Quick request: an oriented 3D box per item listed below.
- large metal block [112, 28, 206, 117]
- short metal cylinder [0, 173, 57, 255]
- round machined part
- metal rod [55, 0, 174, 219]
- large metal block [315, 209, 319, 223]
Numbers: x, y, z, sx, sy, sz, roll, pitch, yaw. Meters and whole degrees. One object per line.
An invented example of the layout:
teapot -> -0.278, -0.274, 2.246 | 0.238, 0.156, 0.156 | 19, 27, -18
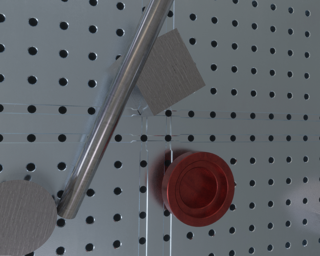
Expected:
large metal block -> -0.002, -0.069, 0.398 | 0.080, 0.050, 0.080 | -32, 101, -17
short metal cylinder -> -0.157, 0.093, 0.342 | 0.081, 0.050, 0.080 | 0, 90, -20
round machined part -> 0.048, 0.079, 0.421 | 0.099, 0.042, 0.097 | 0, 90, -20
metal rod -> -0.050, -0.031, 0.352 | 0.025, 0.025, 0.298 | 23, 98, -19
large metal block -> 0.320, 0.146, 0.501 | 0.080, 0.080, 0.050 | -30, 100, -17
